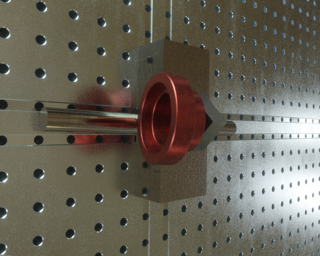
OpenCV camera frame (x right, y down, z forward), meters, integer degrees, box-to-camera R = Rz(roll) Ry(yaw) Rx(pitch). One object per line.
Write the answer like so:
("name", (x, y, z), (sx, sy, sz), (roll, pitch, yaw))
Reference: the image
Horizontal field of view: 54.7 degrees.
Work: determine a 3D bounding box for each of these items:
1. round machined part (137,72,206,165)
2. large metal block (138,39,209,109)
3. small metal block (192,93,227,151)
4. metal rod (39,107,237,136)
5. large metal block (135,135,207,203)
("round machined part", (0.013, -0.009, 0.335), (0.042, 0.098, 0.097), (5, 87, -26))
("large metal block", (0.019, -0.065, 0.409), (0.081, 0.050, 0.080), (1, 90, -40))
("small metal block", (0.045, -0.007, 0.373), (0.025, 0.050, 0.050), (1, 46, -40))
("metal rod", (-0.001, -0.004, 0.408), (0.302, 0.025, 0.025), (2, 89, -40))
("large metal block", (0.016, 0.049, 0.406), (0.081, 0.050, 0.080), (2, 89, -40))
